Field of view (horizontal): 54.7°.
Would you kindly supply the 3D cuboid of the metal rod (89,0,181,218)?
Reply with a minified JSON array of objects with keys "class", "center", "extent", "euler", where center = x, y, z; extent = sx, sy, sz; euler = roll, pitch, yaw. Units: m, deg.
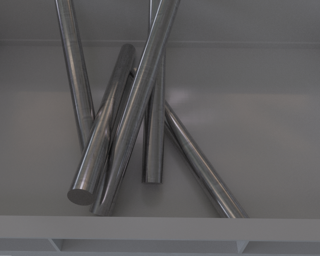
[{"class":"metal rod","center":[-0.021,-0.048,0.363],"extent":[0.025,0.025,0.299],"euler":[14,77,11]}]

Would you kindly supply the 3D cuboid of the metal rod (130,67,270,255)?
[{"class":"metal rod","center":[0.031,0.019,0.388],"extent":[0.025,0.025,0.300],"euler":[-21,53,-16]}]

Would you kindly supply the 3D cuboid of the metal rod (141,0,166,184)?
[{"class":"metal rod","center":[-0.005,-0.080,0.396],"extent":[0.025,0.025,0.299],"euler":[1,73,1]}]

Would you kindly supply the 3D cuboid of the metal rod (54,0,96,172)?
[{"class":"metal rod","center":[-0.110,-0.086,0.401],"extent":[0.025,0.025,0.299],"euler":[-11,75,-9]}]

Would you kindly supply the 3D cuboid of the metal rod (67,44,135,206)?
[{"class":"metal rod","center":[-0.062,-0.032,0.398],"extent":[0.025,0.025,0.300],"euler":[3,40,2]}]
